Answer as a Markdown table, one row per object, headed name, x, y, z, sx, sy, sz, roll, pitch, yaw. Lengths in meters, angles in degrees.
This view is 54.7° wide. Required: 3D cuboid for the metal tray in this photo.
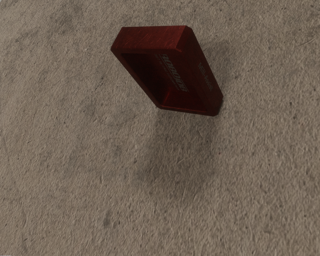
| name | x | y | z | sx | sy | sz | roll | pitch | yaw |
| --- | --- | --- | --- | --- | --- | --- | --- | --- | --- |
| metal tray | 0.013 | -0.063 | 0.367 | 0.090 | 0.130 | 0.030 | 10 | 67 | 32 |
